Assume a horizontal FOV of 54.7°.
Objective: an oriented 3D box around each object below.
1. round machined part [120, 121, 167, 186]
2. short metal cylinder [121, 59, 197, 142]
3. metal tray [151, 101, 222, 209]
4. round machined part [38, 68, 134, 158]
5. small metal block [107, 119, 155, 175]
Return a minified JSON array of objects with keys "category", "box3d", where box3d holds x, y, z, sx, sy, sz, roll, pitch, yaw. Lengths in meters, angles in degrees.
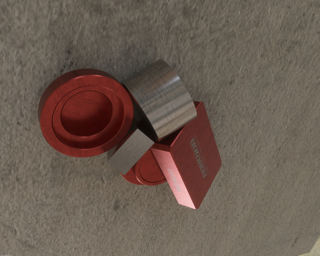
[{"category":"round machined part","box3d":[-0.009,0.038,0.418,0.099,0.042,0.097,-14,125,-21]},{"category":"short metal cylinder","box3d":[-0.002,-0.031,0.355,0.050,0.080,0.080,-33,129,-7]},{"category":"metal tray","box3d":[0.042,0.038,0.424,0.090,0.030,0.130,-54,137,-32]},{"category":"round machined part","box3d":[-0.082,-0.019,0.341,0.099,0.042,0.097,-14,125,-21]},{"category":"small metal block","box3d":[-0.035,0.021,0.364,0.025,0.050,0.050,41,95,-15]}]
